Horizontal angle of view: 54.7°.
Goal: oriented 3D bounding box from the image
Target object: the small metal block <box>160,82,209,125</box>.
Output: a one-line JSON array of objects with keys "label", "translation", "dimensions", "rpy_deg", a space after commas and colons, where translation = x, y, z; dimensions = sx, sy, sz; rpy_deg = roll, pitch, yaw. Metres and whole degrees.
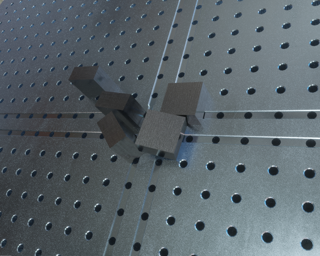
[{"label": "small metal block", "translation": [0.032, -0.033, 0.410], "dimensions": [0.050, 0.025, 0.050], "rpy_deg": [2, 63, 29]}]

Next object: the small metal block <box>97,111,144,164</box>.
[{"label": "small metal block", "translation": [-0.051, 0.013, 0.410], "dimensions": [0.025, 0.050, 0.050], "rpy_deg": [-38, 51, 3]}]

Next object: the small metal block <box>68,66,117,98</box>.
[{"label": "small metal block", "translation": [-0.106, -0.072, 0.490], "dimensions": [0.050, 0.050, 0.025], "rpy_deg": [3, 64, 29]}]

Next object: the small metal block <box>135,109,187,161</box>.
[{"label": "small metal block", "translation": [0.002, 0.008, 0.393], "dimensions": [0.050, 0.025, 0.050], "rpy_deg": [13, 67, 15]}]

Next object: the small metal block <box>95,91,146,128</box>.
[{"label": "small metal block", "translation": [-0.054, -0.026, 0.434], "dimensions": [0.050, 0.050, 0.025], "rpy_deg": [10, 67, 32]}]
